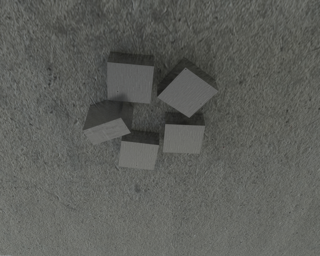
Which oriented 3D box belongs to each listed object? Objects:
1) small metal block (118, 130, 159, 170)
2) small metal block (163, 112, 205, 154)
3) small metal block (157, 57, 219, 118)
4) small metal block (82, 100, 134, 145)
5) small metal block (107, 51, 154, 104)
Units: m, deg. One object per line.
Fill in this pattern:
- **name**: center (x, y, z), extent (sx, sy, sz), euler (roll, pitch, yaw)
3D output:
- **small metal block**: center (-0.030, 0.030, 0.433), extent (0.050, 0.025, 0.050), euler (7, 130, -6)
- **small metal block**: center (0.030, 0.007, 0.413), extent (0.050, 0.025, 0.050), euler (2, 130, -3)
- **small metal block**: center (0.032, -0.047, 0.367), extent (0.050, 0.025, 0.050), euler (31, 124, -24)
- **small metal block**: center (-0.062, -0.012, 0.380), extent (0.050, 0.050, 0.025), euler (-18, 128, 14)
- **small metal block**: center (-0.034, -0.058, 0.358), extent (0.050, 0.025, 0.050), euler (4, 130, -4)
